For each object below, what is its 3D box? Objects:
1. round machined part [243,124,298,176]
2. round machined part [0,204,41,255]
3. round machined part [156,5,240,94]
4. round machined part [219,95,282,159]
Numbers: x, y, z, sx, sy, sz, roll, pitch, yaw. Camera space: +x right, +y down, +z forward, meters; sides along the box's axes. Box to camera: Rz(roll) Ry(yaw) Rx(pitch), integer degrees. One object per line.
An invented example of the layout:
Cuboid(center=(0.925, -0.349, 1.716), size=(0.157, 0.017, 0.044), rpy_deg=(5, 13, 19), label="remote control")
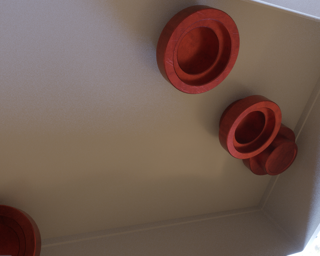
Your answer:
Cuboid(center=(0.194, 0.042, 0.529), size=(0.099, 0.042, 0.097), rpy_deg=(-14, 124, -21), label="round machined part")
Cuboid(center=(-0.188, 0.141, 0.358), size=(0.099, 0.098, 0.042), rpy_deg=(-26, 163, -12), label="round machined part")
Cuboid(center=(0.040, -0.093, 0.362), size=(0.099, 0.042, 0.097), rpy_deg=(-14, 124, -21), label="round machined part")
Cuboid(center=(0.129, -0.005, 0.465), size=(0.099, 0.042, 0.097), rpy_deg=(-14, 124, -21), label="round machined part")
